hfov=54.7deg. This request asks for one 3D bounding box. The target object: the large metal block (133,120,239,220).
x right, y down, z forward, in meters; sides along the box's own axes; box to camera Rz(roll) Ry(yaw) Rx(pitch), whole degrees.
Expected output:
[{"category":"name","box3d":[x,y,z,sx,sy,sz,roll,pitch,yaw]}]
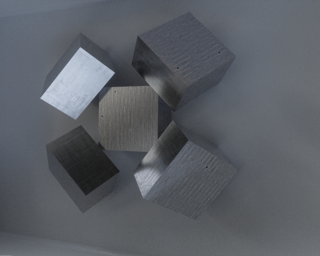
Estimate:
[{"category":"large metal block","box3d":[0.029,0.050,0.362,0.080,0.050,0.080,30,103,-29]}]

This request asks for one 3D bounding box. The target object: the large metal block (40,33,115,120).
[{"category":"large metal block","box3d":[-0.108,-0.071,0.409,0.050,0.080,0.080,35,105,-28]}]

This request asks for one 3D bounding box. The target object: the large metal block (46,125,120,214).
[{"category":"large metal block","box3d":[-0.103,0.056,0.410,0.080,0.050,0.080,48,149,13]}]

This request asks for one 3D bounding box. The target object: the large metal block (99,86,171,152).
[{"category":"large metal block","box3d":[-0.032,-0.012,0.406,0.080,0.050,0.080,1,90,20]}]

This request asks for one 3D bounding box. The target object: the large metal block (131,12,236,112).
[{"category":"large metal block","box3d":[0.026,-0.079,0.364,0.080,0.050,0.080,-34,74,-28]}]
